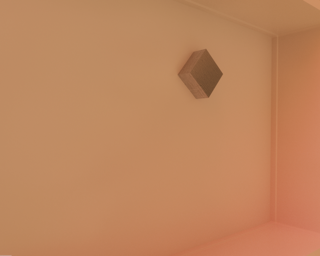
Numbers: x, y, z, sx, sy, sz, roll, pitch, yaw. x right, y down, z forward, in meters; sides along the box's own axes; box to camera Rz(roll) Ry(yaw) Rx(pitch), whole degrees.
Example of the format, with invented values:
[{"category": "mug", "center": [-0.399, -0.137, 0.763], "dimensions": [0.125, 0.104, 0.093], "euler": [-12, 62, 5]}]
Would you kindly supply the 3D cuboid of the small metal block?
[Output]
[{"category": "small metal block", "center": [0.060, -0.079, 0.456], "dimensions": [0.050, 0.025, 0.050], "euler": [48, 62, -29]}]
